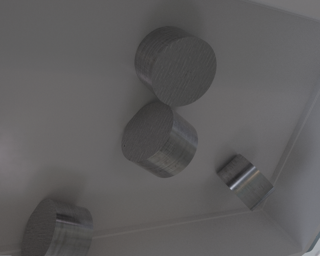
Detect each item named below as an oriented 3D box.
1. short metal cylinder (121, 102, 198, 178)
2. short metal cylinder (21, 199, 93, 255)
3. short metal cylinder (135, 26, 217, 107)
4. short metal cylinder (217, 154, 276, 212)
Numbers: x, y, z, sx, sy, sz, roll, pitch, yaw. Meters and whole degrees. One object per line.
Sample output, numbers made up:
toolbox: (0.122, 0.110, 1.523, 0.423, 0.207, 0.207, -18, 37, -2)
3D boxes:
short metal cylinder: (-0.001, 0.015, 0.382, 0.080, 0.080, 0.050, -48, 129, 5)
short metal cylinder: (-0.128, 0.134, 0.386, 0.050, 0.080, 0.080, 28, 103, -38)
short metal cylinder: (0.017, -0.071, 0.358, 0.081, 0.050, 0.079, -14, 124, -21)
short metal cylinder: (0.138, 0.088, 0.503, 0.050, 0.080, 0.080, -43, 129, 2)
